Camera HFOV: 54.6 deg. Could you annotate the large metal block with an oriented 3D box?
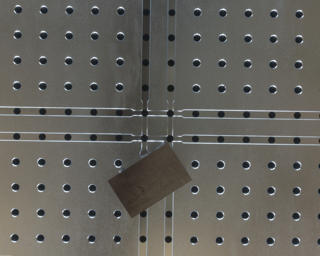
[{"bbox_3d":[-0.011,0.058,0.386,0.080,0.080,0.050,-33,90,0],"label":"large metal block"}]
